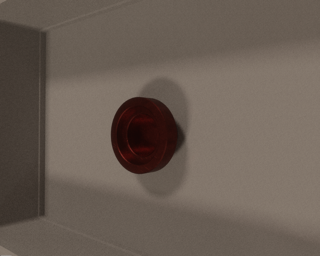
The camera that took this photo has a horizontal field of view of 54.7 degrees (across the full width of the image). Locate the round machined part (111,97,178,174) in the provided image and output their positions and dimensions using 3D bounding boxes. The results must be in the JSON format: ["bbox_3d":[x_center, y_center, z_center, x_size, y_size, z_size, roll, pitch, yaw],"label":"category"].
[{"bbox_3d":[-0.016,0.009,0.407,0.098,0.042,0.097,0,90,39],"label":"round machined part"}]
